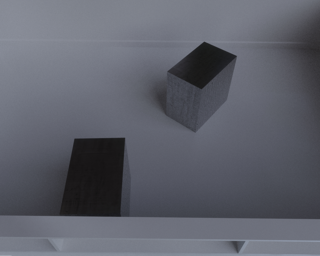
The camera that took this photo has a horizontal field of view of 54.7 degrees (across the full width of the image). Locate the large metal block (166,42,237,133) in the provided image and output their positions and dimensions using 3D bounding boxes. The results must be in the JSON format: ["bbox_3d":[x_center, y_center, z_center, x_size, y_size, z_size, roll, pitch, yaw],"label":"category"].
[{"bbox_3d":[0.054,-0.055,0.416,0.050,0.080,0.080,32,57,24],"label":"large metal block"}]

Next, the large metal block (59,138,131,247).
[{"bbox_3d":[-0.059,0.066,0.313,0.050,0.080,0.080,-1,50,-1],"label":"large metal block"}]

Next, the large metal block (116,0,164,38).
[{"bbox_3d":[-0.033,-0.210,0.567,0.081,0.050,0.080,0,50,0],"label":"large metal block"}]
